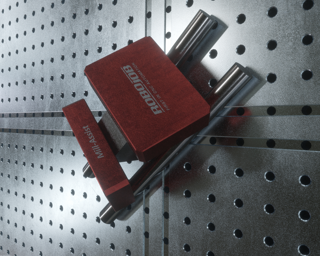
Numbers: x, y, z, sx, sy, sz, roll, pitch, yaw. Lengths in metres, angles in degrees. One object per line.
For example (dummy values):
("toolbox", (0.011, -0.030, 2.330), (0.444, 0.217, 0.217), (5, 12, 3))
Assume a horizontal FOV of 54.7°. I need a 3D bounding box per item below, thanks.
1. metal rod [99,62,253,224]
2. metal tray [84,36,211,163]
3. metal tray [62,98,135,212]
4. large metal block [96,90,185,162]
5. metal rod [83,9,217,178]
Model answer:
("metal rod", (0.005, 0.037, 0.404), (0.299, 0.025, 0.025), (-49, 61, 28))
("metal tray", (-0.016, -0.037, 0.350), (0.090, 0.030, 0.130), (-30, 64, -12))
("metal tray", (-0.078, 0.036, 0.401), (0.130, 0.030, 0.090), (57, 166, 24))
("large metal block", (-0.025, -0.003, 0.392), (0.080, 0.081, 0.050), (-49, 61, 28))
("metal rod", (-0.029, -0.030, 0.431), (0.298, 0.025, 0.025), (-50, 61, 28))
